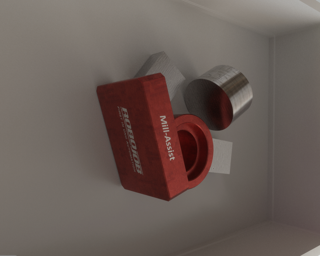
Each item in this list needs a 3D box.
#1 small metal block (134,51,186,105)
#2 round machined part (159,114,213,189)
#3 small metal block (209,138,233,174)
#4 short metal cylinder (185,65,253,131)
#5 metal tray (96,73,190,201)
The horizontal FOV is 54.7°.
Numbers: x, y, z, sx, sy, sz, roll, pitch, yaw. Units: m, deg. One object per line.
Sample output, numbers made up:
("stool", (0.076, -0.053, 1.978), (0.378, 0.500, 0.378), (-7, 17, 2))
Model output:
("small metal block", (-0.001, -0.063, 0.406), (0.050, 0.025, 0.050), (47, 62, -28))
("round machined part", (0.023, 0.030, 0.413), (0.099, 0.042, 0.097), (0, 90, -40))
("small metal block", (0.084, 0.043, 0.477), (0.050, 0.025, 0.050), (12, 82, -38))
("short metal cylinder", (0.083, -0.043, 0.440), (0.050, 0.080, 0.080), (-36, 113, -34))
("metal tray", (-0.021, 0.010, 0.346), (0.030, 0.090, 0.129), (-22, 104, -38))
